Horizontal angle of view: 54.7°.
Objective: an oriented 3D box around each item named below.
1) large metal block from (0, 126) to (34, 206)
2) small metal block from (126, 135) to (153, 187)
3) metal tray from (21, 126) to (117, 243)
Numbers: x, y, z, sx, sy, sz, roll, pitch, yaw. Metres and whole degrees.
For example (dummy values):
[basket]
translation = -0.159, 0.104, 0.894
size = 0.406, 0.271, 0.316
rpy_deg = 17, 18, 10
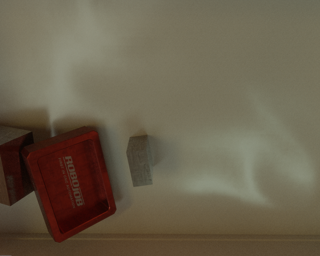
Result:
[large metal block]
translation = -0.208, 0.044, 0.396
size = 0.080, 0.050, 0.079
rpy_deg = 8, 112, 21
[small metal block]
translation = -0.026, 0.043, 0.413
size = 0.025, 0.050, 0.050
rpy_deg = -8, 110, 3
[metal tray]
translation = -0.115, 0.073, 0.408
size = 0.091, 0.030, 0.129
rpy_deg = -22, 114, -31
